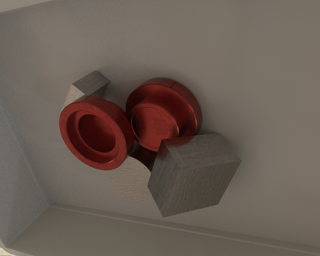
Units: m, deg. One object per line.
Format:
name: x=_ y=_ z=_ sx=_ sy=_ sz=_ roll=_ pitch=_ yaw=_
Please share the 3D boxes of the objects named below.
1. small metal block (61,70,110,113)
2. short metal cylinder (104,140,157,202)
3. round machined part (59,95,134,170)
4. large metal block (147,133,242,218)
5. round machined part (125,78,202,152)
small metal block: x=-0.099 y=-0.043 z=0.414 sx=0.025 sy=0.050 sz=0.050 roll=38 pitch=129 yaw=2
short metal cylinder: x=-0.031 y=0.058 z=0.441 sx=0.080 sy=0.050 sz=0.079 roll=13 pitch=124 yaw=20
round machined part: x=-0.076 y=0.003 z=0.398 sx=0.098 sy=0.042 sz=0.097 roll=13 pitch=124 yaw=20
large metal block: x=0.039 y=0.056 z=0.375 sx=0.050 sy=0.081 sz=0.079 roll=57 pitch=142 yaw=42
round machined part: x=-0.001 y=-0.009 z=0.387 sx=0.098 sy=0.042 sz=0.097 roll=13 pitch=124 yaw=20
